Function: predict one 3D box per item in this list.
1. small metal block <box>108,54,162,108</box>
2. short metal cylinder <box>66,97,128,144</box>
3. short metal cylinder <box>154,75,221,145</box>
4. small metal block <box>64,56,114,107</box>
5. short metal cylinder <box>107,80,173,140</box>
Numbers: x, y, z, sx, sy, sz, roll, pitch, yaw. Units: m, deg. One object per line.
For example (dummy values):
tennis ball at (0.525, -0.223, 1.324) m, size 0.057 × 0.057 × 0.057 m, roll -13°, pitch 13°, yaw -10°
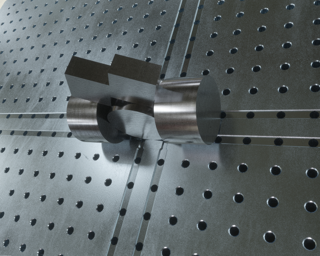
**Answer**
small metal block at (-0.027, -0.050, 0.339) m, size 0.050 × 0.050 × 0.025 m, roll 14°, pitch 66°, yaw 1°
short metal cylinder at (-0.080, -0.019, 0.426) m, size 0.050 × 0.080 × 0.080 m, roll 1°, pitch 62°, yaw 29°
short metal cylinder at (0.035, -0.021, 0.366) m, size 0.050 × 0.080 × 0.080 m, roll 0°, pitch 62°, yaw 29°
small metal block at (-0.078, -0.053, 0.362) m, size 0.050 × 0.050 × 0.025 m, roll 15°, pitch 66°, yaw 0°
short metal cylinder at (-0.021, -0.024, 0.399) m, size 0.080 × 0.080 × 0.050 m, roll 1°, pitch 63°, yaw 29°
